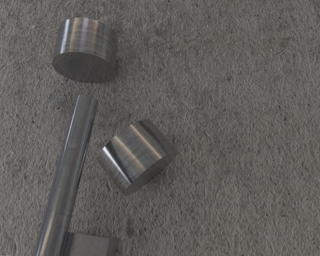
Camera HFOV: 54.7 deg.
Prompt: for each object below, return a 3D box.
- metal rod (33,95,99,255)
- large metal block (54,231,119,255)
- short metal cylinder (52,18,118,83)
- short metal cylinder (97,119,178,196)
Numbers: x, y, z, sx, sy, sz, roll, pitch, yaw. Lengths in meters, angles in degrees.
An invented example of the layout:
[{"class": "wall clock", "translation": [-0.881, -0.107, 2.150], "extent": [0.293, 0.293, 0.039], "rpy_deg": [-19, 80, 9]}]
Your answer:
[{"class": "metal rod", "translation": [-0.100, 0.109, 0.282], "extent": [0.025, 0.025, 0.299], "rpy_deg": [8, 70, 3]}, {"class": "large metal block", "translation": [-0.079, 0.153, 0.322], "extent": [0.050, 0.080, 0.080], "rpy_deg": [8, 70, 3]}, {"class": "short metal cylinder", "translation": [-0.099, -0.101, 0.415], "extent": [0.080, 0.080, 0.050], "rpy_deg": [2, 70, 1]}, {"class": "short metal cylinder", "translation": [-0.026, 0.035, 0.366], "extent": [0.080, 0.080, 0.050], "rpy_deg": [-37, 75, -13]}]
